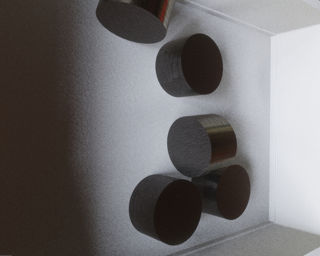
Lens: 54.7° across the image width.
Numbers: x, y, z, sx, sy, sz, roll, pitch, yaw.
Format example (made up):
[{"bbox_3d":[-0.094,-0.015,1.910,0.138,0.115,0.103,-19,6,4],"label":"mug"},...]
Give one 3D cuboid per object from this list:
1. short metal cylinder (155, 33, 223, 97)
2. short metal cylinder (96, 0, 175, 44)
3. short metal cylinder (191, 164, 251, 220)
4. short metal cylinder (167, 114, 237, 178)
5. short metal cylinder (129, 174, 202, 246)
[{"bbox_3d":[0.041,-0.084,0.424,0.081,0.050,0.080,0,90,-40],"label":"short metal cylinder"},{"bbox_3d":[-0.026,-0.138,0.349,0.080,0.080,0.050,24,75,-38],"label":"short metal cylinder"},{"bbox_3d":[0.092,0.093,0.467,0.081,0.050,0.080,0,90,-40],"label":"short metal cylinder"},{"bbox_3d":[0.055,0.022,0.417,0.050,0.080,0.079,-7,95,-40],"label":"short metal cylinder"},{"bbox_3d":[0.008,0.102,0.397,0.081,0.050,0.080,0,90,-40],"label":"short metal cylinder"}]
